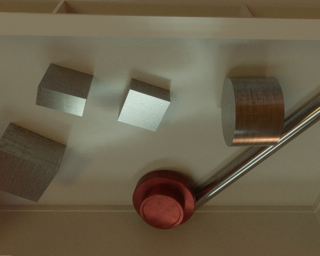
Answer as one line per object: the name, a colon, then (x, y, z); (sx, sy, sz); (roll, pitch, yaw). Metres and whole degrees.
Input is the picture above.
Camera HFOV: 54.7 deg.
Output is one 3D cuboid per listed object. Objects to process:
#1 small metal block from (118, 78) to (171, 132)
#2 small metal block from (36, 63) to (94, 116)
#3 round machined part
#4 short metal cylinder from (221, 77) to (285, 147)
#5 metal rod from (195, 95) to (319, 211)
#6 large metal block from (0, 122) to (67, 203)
small metal block: (-0.020, -0.028, 0.385); (0.050, 0.025, 0.050); (16, 128, -14)
small metal block: (-0.107, -0.044, 0.353); (0.050, 0.050, 0.025); (15, 128, -13)
round machined part: (0.005, 0.118, 0.482); (0.099, 0.042, 0.097); (4, 116, 8)
short metal cylinder: (0.104, -0.019, 0.359); (0.050, 0.080, 0.079); (-1, 130, 1)
metal rod: (0.131, 0.046, 0.450); (0.025, 0.025, 0.299); (29, 124, -23)
large metal block: (-0.190, 0.050, 0.433); (0.080, 0.050, 0.080); (27, 125, -22)
